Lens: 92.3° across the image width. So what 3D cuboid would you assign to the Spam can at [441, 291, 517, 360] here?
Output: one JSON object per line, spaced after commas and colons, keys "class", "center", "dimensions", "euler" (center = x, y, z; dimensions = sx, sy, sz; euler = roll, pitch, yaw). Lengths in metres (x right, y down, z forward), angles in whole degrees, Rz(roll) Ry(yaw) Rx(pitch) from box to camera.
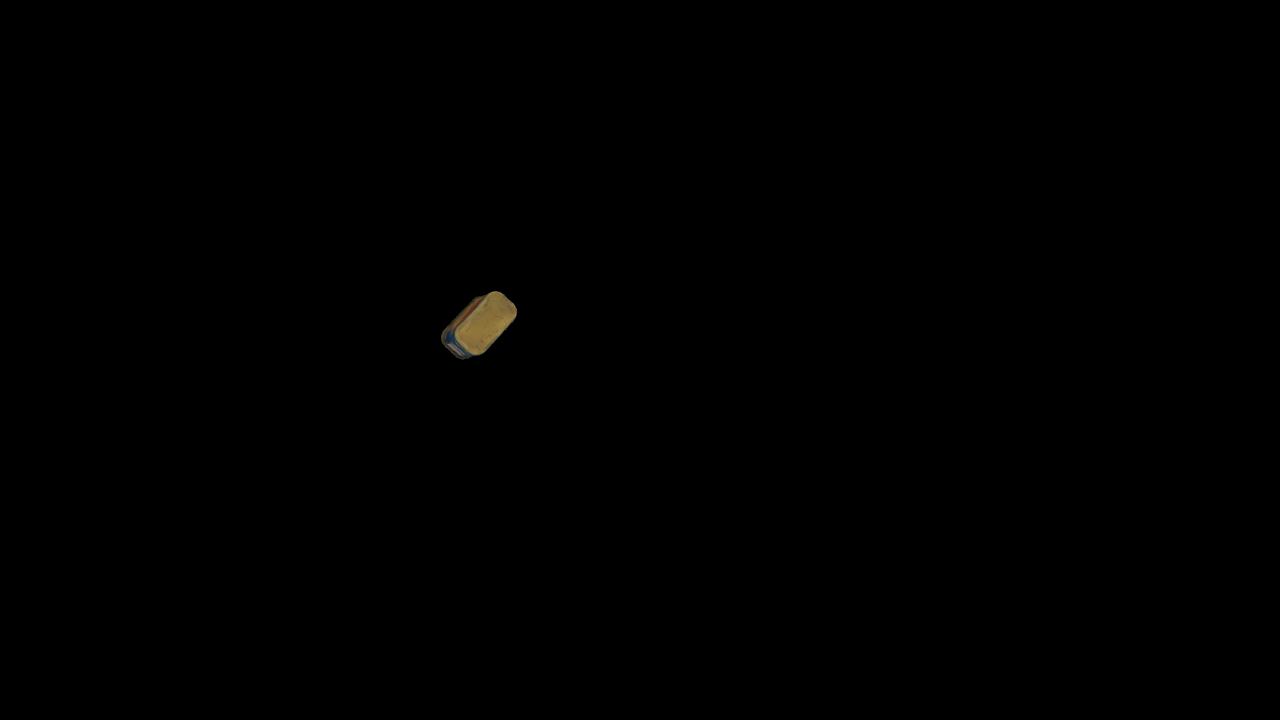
{"class": "Spam can", "center": [-0.236, -0.051, 0.905], "dimensions": [0.058, 0.101, 0.085], "euler": [45, -21, -20]}
